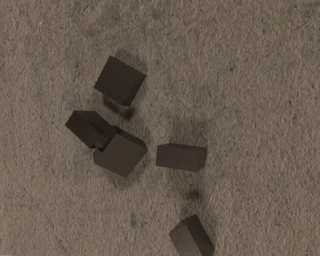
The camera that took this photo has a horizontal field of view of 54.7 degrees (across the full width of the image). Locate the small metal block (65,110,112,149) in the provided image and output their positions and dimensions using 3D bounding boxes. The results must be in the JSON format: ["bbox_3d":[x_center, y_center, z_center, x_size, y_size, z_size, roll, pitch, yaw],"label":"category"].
[{"bbox_3d":[-0.092,0.001,0.426,0.050,0.050,0.025,40,104,16],"label":"small metal block"}]

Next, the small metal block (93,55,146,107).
[{"bbox_3d":[-0.055,-0.064,0.427,0.050,0.025,0.050,32,100,16],"label":"small metal block"}]

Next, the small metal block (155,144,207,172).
[{"bbox_3d":[0.028,0.035,0.385,0.050,0.050,0.025,6,92,19],"label":"small metal block"}]

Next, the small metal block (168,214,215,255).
[{"bbox_3d":[0.040,0.140,0.381,0.025,0.050,0.050,-32,80,17],"label":"small metal block"}]

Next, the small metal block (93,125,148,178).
[{"bbox_3d":[-0.053,0.032,0.412,0.050,0.025,0.050,31,104,-28],"label":"small metal block"}]
